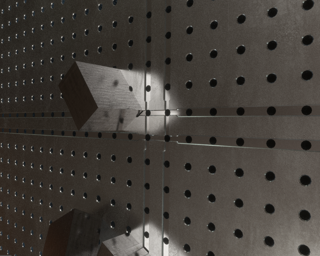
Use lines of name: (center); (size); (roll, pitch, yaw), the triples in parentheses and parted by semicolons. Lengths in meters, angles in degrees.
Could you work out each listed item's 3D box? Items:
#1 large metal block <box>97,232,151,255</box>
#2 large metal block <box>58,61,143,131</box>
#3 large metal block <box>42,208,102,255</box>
large metal block: (-0.050, 0.210, 0.432); (0.080, 0.050, 0.079); (35, 111, 34)
large metal block: (-0.084, -0.043, 0.441); (0.050, 0.081, 0.080); (-44, 64, 31)
large metal block: (-0.139, 0.183, 0.483); (0.080, 0.050, 0.080); (-35, 38, 34)
